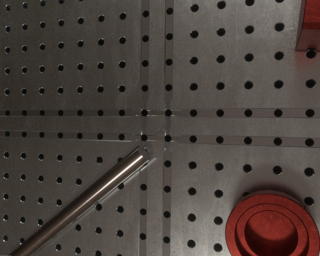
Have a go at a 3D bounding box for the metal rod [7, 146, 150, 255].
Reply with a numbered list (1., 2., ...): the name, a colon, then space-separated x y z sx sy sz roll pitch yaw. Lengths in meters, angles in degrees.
1. metal rod: -0.133 0.127 0.457 0.300 0.025 0.025 -40 78 15

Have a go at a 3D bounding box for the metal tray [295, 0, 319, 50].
1. metal tray: 0.167 -0.155 0.319 0.030 0.090 0.129 7 93 20

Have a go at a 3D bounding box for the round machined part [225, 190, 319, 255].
1. round machined part: 0.128 0.120 0.358 0.098 0.042 0.097 0 90 19
